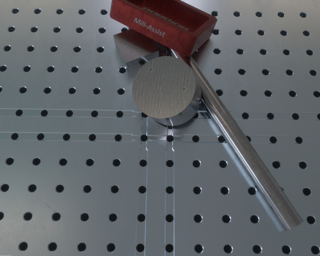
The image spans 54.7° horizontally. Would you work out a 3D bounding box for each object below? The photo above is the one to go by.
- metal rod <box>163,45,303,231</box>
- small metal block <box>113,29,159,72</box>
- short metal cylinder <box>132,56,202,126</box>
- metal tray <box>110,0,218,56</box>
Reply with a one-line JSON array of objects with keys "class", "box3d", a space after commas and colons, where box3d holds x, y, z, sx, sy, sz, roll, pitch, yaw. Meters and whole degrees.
[{"class": "metal rod", "box3d": [0.087, -0.007, 0.414, 0.025, 0.025, 0.299, -27, 72, -10]}, {"class": "small metal block", "box3d": [-0.035, -0.118, 0.454, 0.050, 0.025, 0.050, -22, 72, -8]}, {"class": "short metal cylinder", "box3d": [0.011, -0.046, 0.403, 0.080, 0.050, 0.080, -3, 79, 15]}, {"class": "metal tray", "box3d": [0.007, -0.159, 0.445, 0.130, 0.030, 0.090, 30, 44, 10]}]
